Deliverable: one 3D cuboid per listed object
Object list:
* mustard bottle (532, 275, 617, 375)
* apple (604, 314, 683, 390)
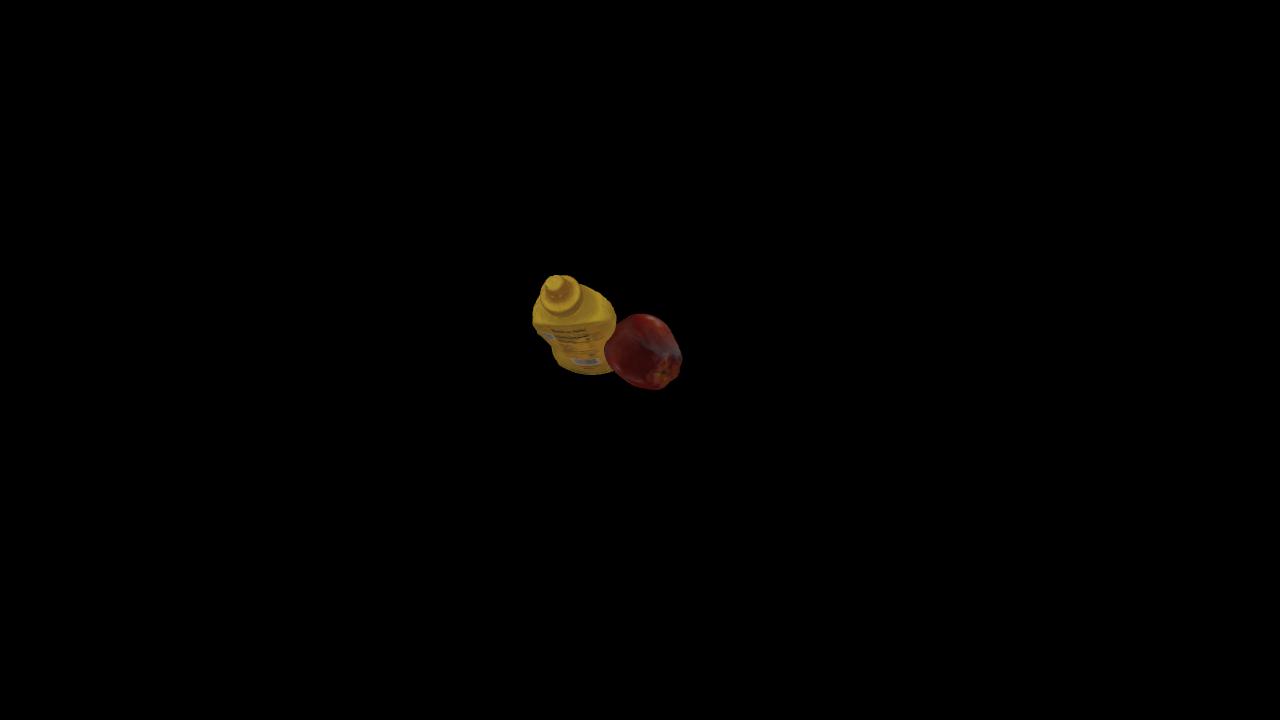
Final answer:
[{"bbox_3d":[-0.069,-0.040,0.668,0.092,0.054,0.184,4,-22,11],"label":"mustard bottle"},{"bbox_3d":[0.003,-0.009,0.673,0.079,0.079,0.093,0,35,-38],"label":"apple"}]
